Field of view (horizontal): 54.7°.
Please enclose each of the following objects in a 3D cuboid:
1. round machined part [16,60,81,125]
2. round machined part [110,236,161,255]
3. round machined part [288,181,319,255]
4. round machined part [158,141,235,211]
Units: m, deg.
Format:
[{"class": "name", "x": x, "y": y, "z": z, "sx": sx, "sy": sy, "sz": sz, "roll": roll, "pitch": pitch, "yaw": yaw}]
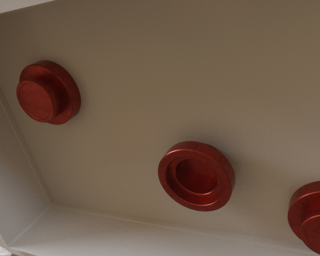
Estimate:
[{"class": "round machined part", "x": -0.171, "y": -0.047, "z": 0.459, "sx": 0.098, "sy": 0.042, "sz": 0.097, "roll": 13, "pitch": 124, "yaw": 21}, {"class": "round machined part", "x": -0.038, "y": 0.238, "z": 0.568, "sx": 0.098, "sy": 0.042, "sz": 0.097, "roll": 13, "pitch": 124, "yaw": 21}, {"class": "round machined part", "x": 0.202, "y": 0.113, "z": 0.361, "sx": 0.098, "sy": 0.042, "sz": 0.097, "roll": 13, "pitch": 124, "yaw": 21}, {"class": "round machined part", "x": 0.050, "y": 0.058, "z": 0.407, "sx": 0.098, "sy": 0.042, "sz": 0.097, "roll": 13, "pitch": 124, "yaw": 21}]
